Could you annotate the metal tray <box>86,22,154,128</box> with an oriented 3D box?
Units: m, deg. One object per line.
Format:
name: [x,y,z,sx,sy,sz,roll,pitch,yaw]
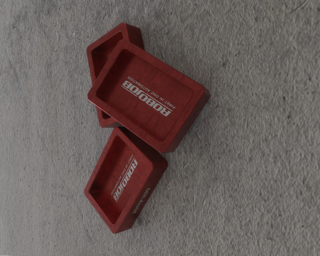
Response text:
metal tray: [-0.059,-0.073,0.450,0.090,0.030,0.129,-19,78,38]

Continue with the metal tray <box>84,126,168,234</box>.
metal tray: [-0.054,0.073,0.445,0.090,0.030,0.129,43,116,31]

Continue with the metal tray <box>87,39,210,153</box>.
metal tray: [-0.017,-0.040,0.382,0.130,0.030,0.090,35,98,20]
